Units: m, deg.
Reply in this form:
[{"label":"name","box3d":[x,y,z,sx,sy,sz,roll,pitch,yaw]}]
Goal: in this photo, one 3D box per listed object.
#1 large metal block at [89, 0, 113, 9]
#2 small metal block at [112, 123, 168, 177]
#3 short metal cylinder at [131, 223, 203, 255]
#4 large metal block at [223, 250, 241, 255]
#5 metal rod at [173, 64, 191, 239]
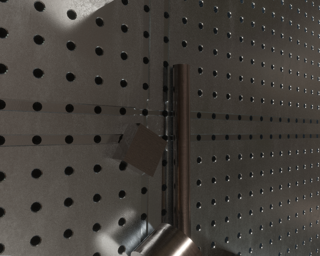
[{"label":"large metal block","box3d":[-0.064,-0.181,0.320,0.080,0.080,0.050,36,68,-35]},{"label":"small metal block","box3d":[-0.024,0.028,0.391,0.050,0.025,0.050,36,68,-34]},{"label":"short metal cylinder","box3d":[0.010,0.167,0.384,0.050,0.080,0.080,-37,113,-34]},{"label":"large metal block","box3d":[0.136,0.258,0.511,0.080,0.050,0.080,35,68,-35]},{"label":"metal rod","box3d":[0.031,0.061,0.437,0.025,0.025,0.298,-1,91,-40]}]
